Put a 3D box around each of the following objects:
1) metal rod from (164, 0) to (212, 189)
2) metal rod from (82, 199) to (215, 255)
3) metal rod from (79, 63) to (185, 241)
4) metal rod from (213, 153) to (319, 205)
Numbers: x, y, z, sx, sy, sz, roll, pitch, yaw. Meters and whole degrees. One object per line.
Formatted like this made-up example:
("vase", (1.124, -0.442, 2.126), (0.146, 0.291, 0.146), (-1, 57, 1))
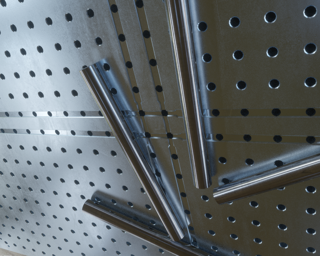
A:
("metal rod", (0.033, -0.055, 0.359), (0.025, 0.025, 0.298), (3, 120, 26))
("metal rod", (0.001, 0.190, 0.526), (0.301, 0.025, 0.025), (19, 126, 16))
("metal rod", (-0.033, 0.047, 0.456), (0.025, 0.025, 0.299), (-14, 112, 33))
("metal rod", (0.186, 0.036, 0.335), (0.299, 0.025, 0.025), (-28, 103, 37))
